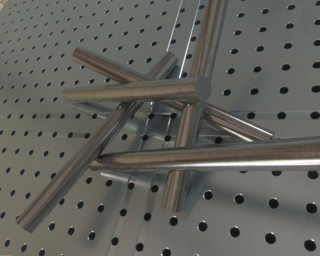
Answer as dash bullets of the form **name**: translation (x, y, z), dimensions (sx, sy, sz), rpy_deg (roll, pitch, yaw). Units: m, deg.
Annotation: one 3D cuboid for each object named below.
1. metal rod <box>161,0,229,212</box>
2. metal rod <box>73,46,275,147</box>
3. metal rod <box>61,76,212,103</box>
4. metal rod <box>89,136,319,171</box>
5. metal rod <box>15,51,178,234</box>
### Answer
- **metal rod**: translation (0.045, -0.055, 0.351), dimensions (0.025, 0.025, 0.299), rpy_deg (12, 89, 33)
- **metal rod**: translation (-0.001, -0.047, 0.401), dimensions (0.300, 0.025, 0.025), rpy_deg (28, 77, 25)
- **metal rod**: translation (-0.057, -0.047, 0.415), dimensions (0.299, 0.025, 0.025), rpy_deg (5, 63, 48)
- **metal rod**: translation (0.015, 0.033, 0.323), dimensions (0.299, 0.025, 0.025), rpy_deg (-8, 56, 45)
- **metal rod**: translation (-0.070, 0.005, 0.412), dimensions (0.025, 0.025, 0.301), rpy_deg (23, 64, 36)
